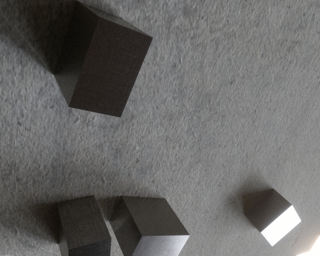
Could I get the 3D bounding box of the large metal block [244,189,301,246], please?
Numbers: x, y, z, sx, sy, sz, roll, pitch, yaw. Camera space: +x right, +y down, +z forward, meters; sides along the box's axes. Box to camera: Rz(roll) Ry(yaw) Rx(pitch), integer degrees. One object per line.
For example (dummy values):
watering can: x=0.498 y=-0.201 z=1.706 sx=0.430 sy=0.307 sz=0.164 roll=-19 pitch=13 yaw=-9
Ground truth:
large metal block: x=0.232 y=0.184 z=0.635 sx=0.080 sy=0.050 sz=0.080 roll=-41 pitch=130 yaw=0

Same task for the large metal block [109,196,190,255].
large metal block: x=-0.017 y=0.147 z=0.455 sx=0.081 sy=0.080 sz=0.050 roll=13 pitch=112 yaw=-34

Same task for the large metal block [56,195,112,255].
large metal block: x=-0.102 y=0.150 z=0.409 sx=0.050 sy=0.080 sz=0.079 roll=-7 pitch=122 yaw=-25

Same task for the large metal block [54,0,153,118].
large metal block: x=-0.059 y=-0.067 z=0.298 sx=0.050 sy=0.080 sz=0.079 roll=12 pitch=112 yaw=-34
